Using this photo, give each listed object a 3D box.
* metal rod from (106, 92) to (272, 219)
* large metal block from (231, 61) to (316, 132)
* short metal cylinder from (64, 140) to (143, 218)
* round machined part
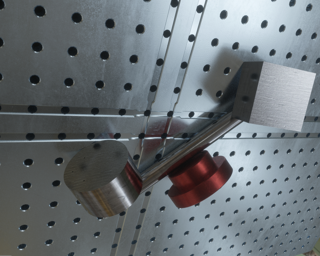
[{"bbox_3d":[0.041,0.033,0.453,0.301,0.025,0.025,-35,129,-6],"label":"metal rod"},{"bbox_3d":[0.154,-0.044,0.427,0.081,0.050,0.079,9,99,-16],"label":"large metal block"},{"bbox_3d":[-0.067,0.060,0.376,0.080,0.080,0.050,-29,128,-10],"label":"short metal cylinder"},{"bbox_3d":[0.051,0.068,0.447,0.098,0.098,0.042,-35,94,-5],"label":"round machined part"}]
